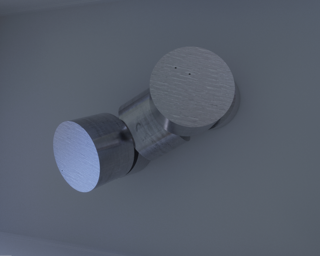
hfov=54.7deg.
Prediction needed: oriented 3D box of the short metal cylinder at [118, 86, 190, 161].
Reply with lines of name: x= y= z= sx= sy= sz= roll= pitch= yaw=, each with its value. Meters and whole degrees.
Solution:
short metal cylinder: x=-0.006 y=-0.007 z=0.381 sx=0.050 sy=0.080 sz=0.080 roll=-31 pitch=80 yaw=17

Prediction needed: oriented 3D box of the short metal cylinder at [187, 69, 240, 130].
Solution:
short metal cylinder: x=0.054 y=-0.037 z=0.376 sx=0.080 sy=0.050 sz=0.079 roll=0 pitch=90 yaw=19

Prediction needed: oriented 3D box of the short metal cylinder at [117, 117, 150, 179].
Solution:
short metal cylinder: x=-0.055 y=0.025 z=0.414 sx=0.080 sy=0.050 sz=0.079 roll=0 pitch=90 yaw=19

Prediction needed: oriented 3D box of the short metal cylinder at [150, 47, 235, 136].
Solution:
short metal cylinder: x=0.030 y=-0.035 z=0.315 sx=0.081 sy=0.050 sz=0.080 roll=1 pitch=78 yaw=-2

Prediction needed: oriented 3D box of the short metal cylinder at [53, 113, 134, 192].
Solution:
short metal cylinder: x=-0.076 y=0.026 z=0.353 sx=0.080 sy=0.050 sz=0.079 roll=12 pitch=110 yaw=37
